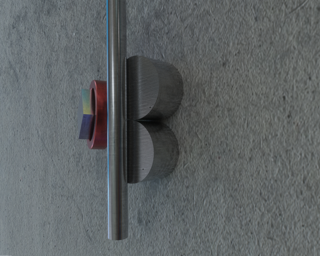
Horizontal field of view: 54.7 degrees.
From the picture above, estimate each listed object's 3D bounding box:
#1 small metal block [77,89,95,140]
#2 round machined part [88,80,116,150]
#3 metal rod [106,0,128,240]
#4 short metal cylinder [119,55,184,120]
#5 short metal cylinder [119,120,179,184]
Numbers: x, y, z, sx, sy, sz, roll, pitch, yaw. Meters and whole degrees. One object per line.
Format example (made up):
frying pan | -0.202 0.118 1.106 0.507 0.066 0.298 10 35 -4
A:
small metal block | -0.100 -0.019 0.436 0.050 0.025 0.050 114 150 -42
round machined part | -0.077 -0.018 0.443 0.098 0.042 0.097 -177 90 -69
metal rod | -0.053 -0.014 0.386 0.025 0.025 0.298 -1 89 40
short metal cylinder | -0.016 -0.050 0.404 0.080 0.050 0.079 0 90 40
short metal cylinder | -0.022 0.030 0.408 0.080 0.050 0.080 -1 89 40
